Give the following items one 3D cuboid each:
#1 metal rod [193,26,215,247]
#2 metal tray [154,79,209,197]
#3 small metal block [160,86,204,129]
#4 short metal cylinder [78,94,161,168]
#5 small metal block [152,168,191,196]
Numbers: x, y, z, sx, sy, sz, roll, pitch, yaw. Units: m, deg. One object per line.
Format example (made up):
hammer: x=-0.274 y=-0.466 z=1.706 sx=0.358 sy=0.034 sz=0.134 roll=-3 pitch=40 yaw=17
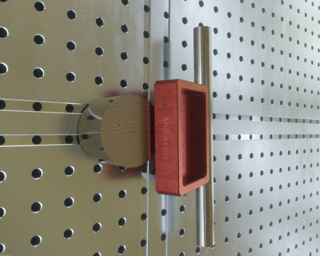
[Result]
metal rod: x=0.061 y=0.012 z=0.430 sx=0.025 sy=0.025 sz=0.298 roll=-2 pitch=91 yaw=-40
metal tray: x=0.029 y=0.010 z=0.381 sx=0.090 sy=0.030 sz=0.129 roll=-3 pitch=92 yaw=-60
small metal block: x=0.032 y=-0.029 z=0.438 sx=0.050 sy=0.025 sz=0.050 roll=-19 pitch=103 yaw=-39
short metal cylinder: x=-0.045 y=0.003 z=0.355 sx=0.081 sy=0.050 sz=0.079 roll=0 pitch=90 yaw=-40
small metal block: x=0.025 y=0.059 z=0.431 sx=0.050 sy=0.025 sz=0.050 roll=47 pitch=62 yaw=-30
